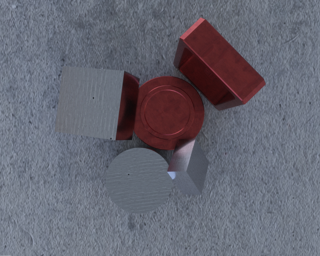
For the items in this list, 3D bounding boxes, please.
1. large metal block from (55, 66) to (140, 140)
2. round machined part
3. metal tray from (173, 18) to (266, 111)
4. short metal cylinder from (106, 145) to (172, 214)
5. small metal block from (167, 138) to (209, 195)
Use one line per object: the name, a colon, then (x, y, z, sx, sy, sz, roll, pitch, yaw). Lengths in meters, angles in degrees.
large metal block: (-0.076, -0.030, 0.385, 0.080, 0.050, 0.079, 7, 90, 16)
round machined part: (0.009, -0.020, 0.404, 0.099, 0.042, 0.097, 0, 90, -1)
metal tray: (0.060, -0.065, 0.358, 0.030, 0.130, 0.090, -44, 91, 0)
short metal cylinder: (-0.025, 0.063, 0.399, 0.081, 0.050, 0.079, 0, 90, -1)
small metal block: (0.037, 0.049, 0.388, 0.025, 0.050, 0.050, -6, 135, 30)
